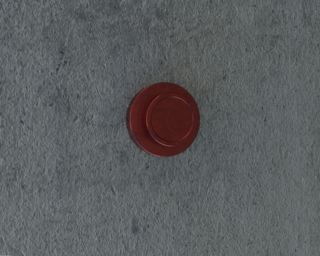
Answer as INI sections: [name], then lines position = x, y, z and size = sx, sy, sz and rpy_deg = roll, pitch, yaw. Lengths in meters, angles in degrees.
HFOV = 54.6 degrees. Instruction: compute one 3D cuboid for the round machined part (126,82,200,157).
[round machined part]
position = 0.009, -0.011, 0.403
size = 0.099, 0.042, 0.097
rpy_deg = 0, 90, -20
